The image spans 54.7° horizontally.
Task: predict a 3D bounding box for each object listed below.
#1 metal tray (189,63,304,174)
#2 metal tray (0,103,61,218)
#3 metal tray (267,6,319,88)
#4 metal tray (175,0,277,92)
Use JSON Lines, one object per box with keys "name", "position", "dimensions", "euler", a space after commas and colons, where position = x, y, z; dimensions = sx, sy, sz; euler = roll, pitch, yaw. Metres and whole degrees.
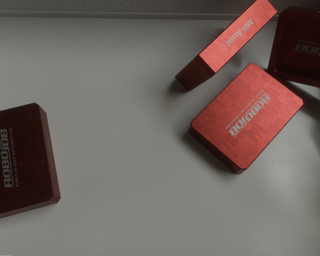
{"name": "metal tray", "position": [0.114, -0.015, 0.414], "dimensions": [0.090, 0.030, 0.130], "euler": [42, 75, 13]}
{"name": "metal tray", "position": [-0.184, 0.040, 0.390], "dimensions": [0.091, 0.030, 0.130], "euler": [-15, 71, -6]}
{"name": "metal tray", "position": [0.213, -0.098, 0.394], "dimensions": [0.130, 0.089, 0.030], "euler": [19, 38, 25]}
{"name": "metal tray", "position": [0.085, -0.109, 0.413], "dimensions": [0.130, 0.090, 0.030], "euler": [-45, 95, -15]}
